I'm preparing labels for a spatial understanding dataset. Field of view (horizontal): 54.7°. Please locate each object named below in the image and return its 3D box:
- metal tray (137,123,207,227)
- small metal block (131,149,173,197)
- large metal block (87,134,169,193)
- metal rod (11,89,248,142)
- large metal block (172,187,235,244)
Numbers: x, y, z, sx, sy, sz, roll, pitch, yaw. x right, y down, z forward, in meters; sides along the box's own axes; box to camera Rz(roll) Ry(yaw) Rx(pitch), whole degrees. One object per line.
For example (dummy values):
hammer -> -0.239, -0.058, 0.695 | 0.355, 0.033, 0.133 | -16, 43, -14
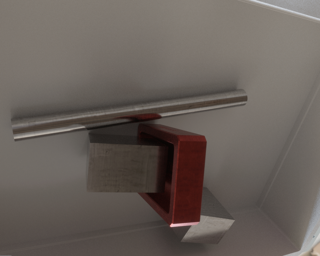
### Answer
metal tray -> 0.005, 0.045, 0.355 | 0.030, 0.130, 0.089 | 2, 95, -21
small metal block -> -0.011, 0.064, 0.444 | 0.050, 0.025, 0.050 | -18, 126, -18
large metal block -> -0.042, 0.038, 0.356 | 0.081, 0.080, 0.050 | 4, 95, -15
metal rod -> -0.018, -0.021, 0.387 | 0.303, 0.025, 0.025 | -10, 123, -24
large metal block -> 0.055, 0.132, 0.487 | 0.080, 0.080, 0.050 | 19, 108, -36
